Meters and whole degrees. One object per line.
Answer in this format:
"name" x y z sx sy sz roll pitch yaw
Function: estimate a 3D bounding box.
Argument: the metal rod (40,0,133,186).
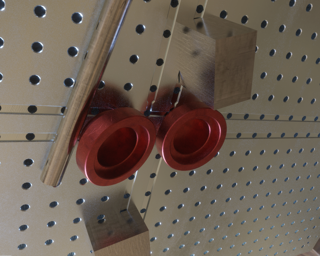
"metal rod" -0.071 -0.065 0.331 0.025 0.025 0.298 13 112 -34

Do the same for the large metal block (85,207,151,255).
"large metal block" -0.062 0.179 0.472 0.081 0.050 0.079 -15 125 -20

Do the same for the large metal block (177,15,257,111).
"large metal block" 0.063 -0.079 0.361 0.050 0.080 0.079 -18 126 -18

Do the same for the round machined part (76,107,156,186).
"round machined part" -0.056 0.017 0.369 0.099 0.042 0.097 -29 140 -28

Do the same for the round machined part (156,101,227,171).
"round machined part" 0.039 0.007 0.426 0.099 0.042 0.097 -14 124 -21
